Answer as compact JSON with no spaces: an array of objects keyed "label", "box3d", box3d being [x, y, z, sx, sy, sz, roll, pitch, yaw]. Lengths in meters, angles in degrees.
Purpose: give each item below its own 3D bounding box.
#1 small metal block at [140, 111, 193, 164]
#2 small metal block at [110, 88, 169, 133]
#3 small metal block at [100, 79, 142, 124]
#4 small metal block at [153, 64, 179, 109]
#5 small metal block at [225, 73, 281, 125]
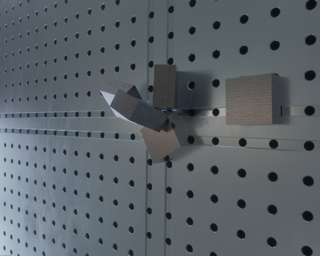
[{"label":"small metal block","box3d":[0.007,0.013,0.405,0.050,0.025,0.050,-36,69,34]},{"label":"small metal block","box3d":[-0.026,-0.022,0.385,0.050,0.050,0.025,34,98,48]},{"label":"small metal block","box3d":[-0.049,-0.036,0.430,0.050,0.050,0.025,20,58,43]},{"label":"small metal block","box3d":[0.009,-0.049,0.383,0.025,0.050,0.050,3,92,8]},{"label":"small metal block","box3d":[0.098,-0.029,0.329,0.050,0.025,0.050,-1,90,40]}]
